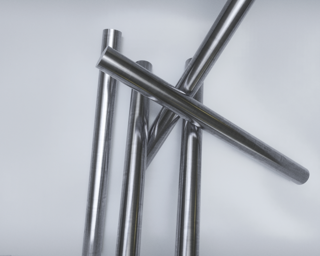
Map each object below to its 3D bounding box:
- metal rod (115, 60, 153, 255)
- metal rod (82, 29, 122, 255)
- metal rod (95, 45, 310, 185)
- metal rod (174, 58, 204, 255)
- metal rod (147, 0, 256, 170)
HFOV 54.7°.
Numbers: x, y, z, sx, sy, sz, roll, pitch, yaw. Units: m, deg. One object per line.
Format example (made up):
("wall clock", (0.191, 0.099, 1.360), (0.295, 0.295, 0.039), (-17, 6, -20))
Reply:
("metal rod", (-0.029, 0.053, 0.350), (0.025, 0.025, 0.299), (3, 65, 0))
("metal rod", (-0.077, 0.021, 0.410), (0.025, 0.025, 0.298), (5, 90, 0))
("metal rod", (0.066, -0.003, 0.360), (0.301, 0.025, 0.025), (29, 90, -21))
("metal rod", (0.034, 0.049, 0.351), (0.025, 0.025, 0.299), (5, 66, 0))
("metal rod", (0.036, -0.055, 0.357), (0.025, 0.025, 0.298), (32, 112, 0))
